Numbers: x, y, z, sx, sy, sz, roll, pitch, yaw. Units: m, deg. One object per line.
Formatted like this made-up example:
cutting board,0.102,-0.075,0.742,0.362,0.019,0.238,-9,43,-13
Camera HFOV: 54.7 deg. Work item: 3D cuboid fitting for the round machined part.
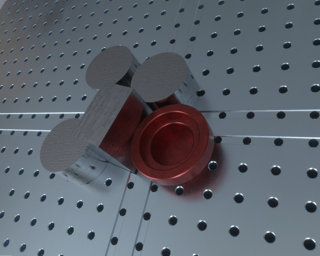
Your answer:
round machined part,0.018,0.023,0.374,0.098,0.042,0.098,-13,56,21

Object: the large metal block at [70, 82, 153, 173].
large metal block,-0.052,0.000,0.397,0.050,0.080,0.080,17,71,35

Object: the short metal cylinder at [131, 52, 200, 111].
short metal cylinder,0.008,-0.055,0.422,0.080,0.050,0.080,-13,56,21

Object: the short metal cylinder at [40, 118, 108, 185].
short metal cylinder,-0.118,0.033,0.434,0.080,0.050,0.080,-13,56,21

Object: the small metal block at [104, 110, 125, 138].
small metal block,-0.073,-0.013,0.454,0.050,0.025,0.050,16,70,34

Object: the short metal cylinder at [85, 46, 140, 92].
short metal cylinder,-0.066,-0.079,0.475,0.080,0.050,0.080,-13,56,21
